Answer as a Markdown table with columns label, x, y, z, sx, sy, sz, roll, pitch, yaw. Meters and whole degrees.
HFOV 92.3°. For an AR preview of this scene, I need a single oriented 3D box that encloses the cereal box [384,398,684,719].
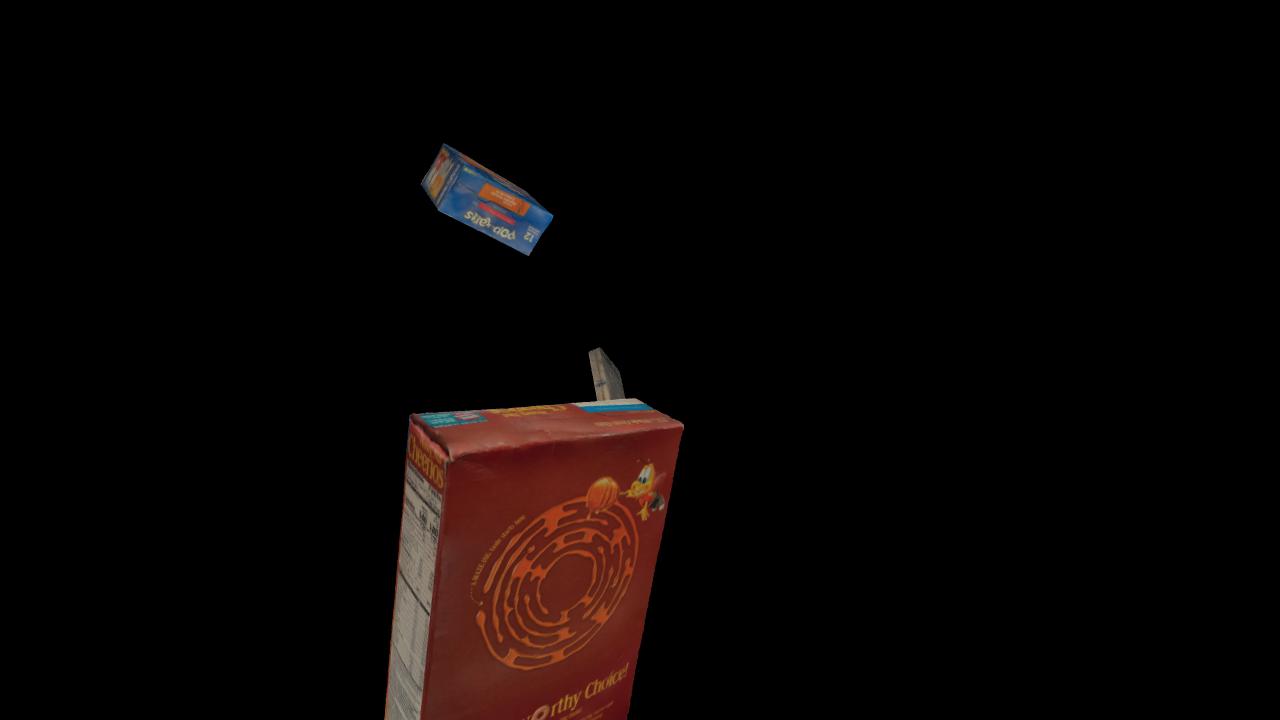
| label | x | y | z | sx | sy | sz | roll | pitch | yaw |
| --- | --- | --- | --- | --- | --- | --- | --- | --- | --- |
| cereal box | -0.084 | 0.186 | 0.488 | 0.203 | 0.306 | 0.081 | -2 | 17 | -41 |

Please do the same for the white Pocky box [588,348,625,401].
| label | x | y | z | sx | sy | sz | roll | pitch | yaw |
| --- | --- | --- | --- | --- | --- | --- | --- | --- | --- |
| white Pocky box | -0.052 | 0.057 | 1.087 | 0.028 | 0.154 | 0.084 | -24 | -44 | 10 |

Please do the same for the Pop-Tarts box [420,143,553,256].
| label | x | y | z | sx | sy | sz | roll | pitch | yaw |
| --- | --- | --- | --- | --- | --- | --- | --- | --- | --- |
| Pop-Tarts box | -0.250 | -0.261 | 1.002 | 0.167 | 0.083 | 0.141 | 23 | 16 | -39 |
